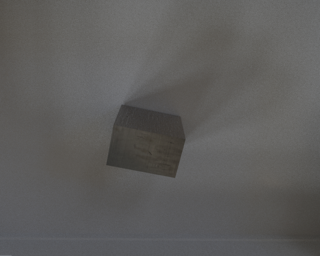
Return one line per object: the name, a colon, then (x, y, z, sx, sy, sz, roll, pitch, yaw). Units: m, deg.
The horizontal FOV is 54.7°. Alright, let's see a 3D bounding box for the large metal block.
large metal block: (-0.017, 0.013, 0.384, 0.081, 0.080, 0.050, 11, 110, -5)
